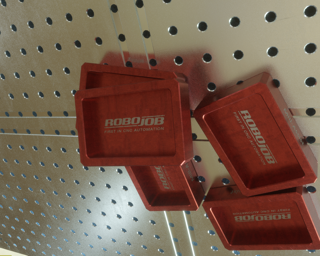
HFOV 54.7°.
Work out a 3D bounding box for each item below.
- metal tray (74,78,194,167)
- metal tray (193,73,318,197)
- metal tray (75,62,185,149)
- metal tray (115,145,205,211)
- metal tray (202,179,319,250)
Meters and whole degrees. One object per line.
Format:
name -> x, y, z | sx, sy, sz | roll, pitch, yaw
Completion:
metal tray -> -0.032, -0.004, 0.351 | 0.130, 0.030, 0.089 | -4, 93, 23
metal tray -> 0.110, 0.013, 0.357 | 0.090, 0.030, 0.130 | -24, 106, 36
metal tray -> -0.040, -0.030, 0.386 | 0.130, 0.030, 0.089 | 10, 98, 22
metal tray -> -0.001, 0.059, 0.443 | 0.090, 0.030, 0.129 | -11, 113, 32
metal tray -> 0.133, 0.118, 0.409 | 0.130, 0.030, 0.090 | -16, 110, 34
